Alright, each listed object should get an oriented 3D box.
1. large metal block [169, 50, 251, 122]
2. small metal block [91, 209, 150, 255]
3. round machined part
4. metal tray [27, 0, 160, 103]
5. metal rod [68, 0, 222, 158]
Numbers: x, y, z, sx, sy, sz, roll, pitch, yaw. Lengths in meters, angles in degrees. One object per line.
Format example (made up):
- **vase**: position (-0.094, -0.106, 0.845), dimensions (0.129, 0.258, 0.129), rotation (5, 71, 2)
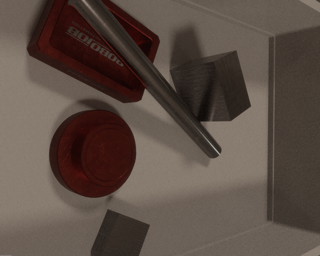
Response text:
- **large metal block**: position (0.069, -0.055, 0.431), dimensions (0.050, 0.080, 0.080), rotation (-32, 110, -36)
- **small metal block**: position (-0.046, 0.131, 0.370), dimensions (0.050, 0.025, 0.050), rotation (33, 69, -35)
- **round machined part**: position (-0.066, 0.028, 0.342), dimensions (0.099, 0.042, 0.097), rotation (0, 90, -40)
- **metal tray**: position (-0.067, -0.094, 0.348), dimensions (0.131, 0.030, 0.090), rotation (26, 73, -37)
- **metal rod**: position (0.006, -0.041, 0.378), dimensions (0.300, 0.025, 0.025), rotation (45, 63, -43)
